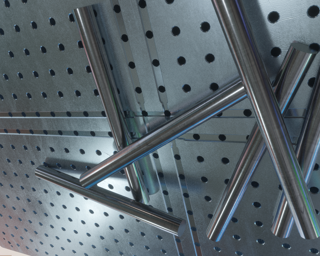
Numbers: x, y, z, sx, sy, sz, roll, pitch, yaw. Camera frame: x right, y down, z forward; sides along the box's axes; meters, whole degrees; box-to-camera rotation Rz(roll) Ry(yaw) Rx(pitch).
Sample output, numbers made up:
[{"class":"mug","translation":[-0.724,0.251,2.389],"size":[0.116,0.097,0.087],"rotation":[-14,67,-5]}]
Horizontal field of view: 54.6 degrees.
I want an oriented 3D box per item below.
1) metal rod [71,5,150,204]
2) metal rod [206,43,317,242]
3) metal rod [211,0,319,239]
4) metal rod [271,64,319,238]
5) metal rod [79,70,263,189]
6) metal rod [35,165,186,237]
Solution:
[{"class":"metal rod","translation":[-0.061,-0.014,0.435],"size":[0.025,0.025,0.298],"rotation":[0,119,28]},{"class":"metal rod","translation":[0.109,0.042,0.380],"size":[0.025,0.025,0.298],"rotation":[23,127,14]},{"class":"metal rod","translation":[0.110,-0.010,0.313],"size":[0.025,0.025,0.299],"rotation":[-14,110,34]},{"class":"metal rod","translation":[0.162,0.009,0.331],"size":[0.025,0.025,0.298],"rotation":[14,124,20]},{"class":"metal rod","translation":[-0.004,0.014,0.399],"size":[0.299,0.025,0.025],"rotation":[-32,101,31]},{"class":"metal rod","translation":[-0.096,0.111,0.507],"size":[0.300,0.025,0.025],"rotation":[13,124,29]}]
